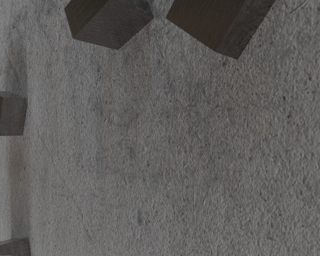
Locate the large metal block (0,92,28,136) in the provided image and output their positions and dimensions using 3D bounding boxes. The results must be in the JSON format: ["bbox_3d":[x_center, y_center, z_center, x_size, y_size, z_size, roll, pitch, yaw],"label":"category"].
[{"bbox_3d":[-0.332,-0.033,0.663,0.080,0.050,0.079,20,103,38],"label":"large metal block"}]

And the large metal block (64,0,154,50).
[{"bbox_3d":[-0.070,-0.158,0.427,0.080,0.081,0.050,-30,71,36],"label":"large metal block"}]

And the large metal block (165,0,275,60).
[{"bbox_3d":[0.065,-0.132,0.335,0.080,0.050,0.080,45,117,30],"label":"large metal block"}]

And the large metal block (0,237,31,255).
[{"bbox_3d":[-0.327,0.264,0.639,0.080,0.081,0.050,-19,78,38],"label":"large metal block"}]
